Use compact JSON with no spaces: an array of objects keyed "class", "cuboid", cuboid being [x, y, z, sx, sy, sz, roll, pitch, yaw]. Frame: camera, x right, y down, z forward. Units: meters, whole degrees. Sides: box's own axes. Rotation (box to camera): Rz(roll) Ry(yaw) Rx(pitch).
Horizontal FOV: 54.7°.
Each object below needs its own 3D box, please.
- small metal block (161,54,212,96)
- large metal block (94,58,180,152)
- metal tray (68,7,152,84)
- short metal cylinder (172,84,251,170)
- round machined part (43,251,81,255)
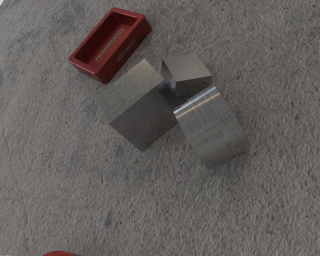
[{"class":"small metal block","cuboid":[0.034,-0.072,0.416,0.050,0.025,0.050,-12,50,-17]},{"class":"large metal block","cuboid":[-0.022,-0.026,0.396,0.080,0.080,0.050,-39,51,2]},{"class":"metal tray","cuboid":[-0.087,-0.145,0.535,0.090,0.030,0.130,29,78,37]},{"class":"short metal cylinder","cuboid":[0.056,-0.001,0.340,0.050,0.080,0.080,-31,52,8]},{"class":"round machined part","cuboid":[-0.106,0.187,0.334,0.098,0.042,0.098,-13,56,21]}]
